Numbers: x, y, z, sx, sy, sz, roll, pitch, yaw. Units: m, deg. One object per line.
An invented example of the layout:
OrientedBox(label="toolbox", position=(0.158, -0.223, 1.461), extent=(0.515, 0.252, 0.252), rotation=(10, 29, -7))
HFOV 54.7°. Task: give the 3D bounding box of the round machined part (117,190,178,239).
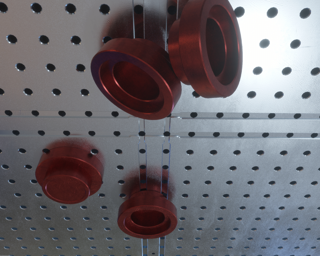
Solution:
OrientedBox(label="round machined part", position=(-0.020, 0.142, 0.522), extent=(0.099, 0.042, 0.097), rotation=(-1, 130, 0))

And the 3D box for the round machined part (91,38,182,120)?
OrientedBox(label="round machined part", position=(-0.021, -0.056, 0.334), extent=(0.098, 0.042, 0.098), rotation=(22, 149, 14))

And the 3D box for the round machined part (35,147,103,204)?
OrientedBox(label="round machined part", position=(-0.137, 0.078, 0.465), extent=(0.099, 0.042, 0.097), rotation=(-1, 130, 0))

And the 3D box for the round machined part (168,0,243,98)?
OrientedBox(label="round machined part", position=(0.044, -0.078, 0.305), extent=(0.042, 0.098, 0.098), rotation=(-1, 136, 35))
